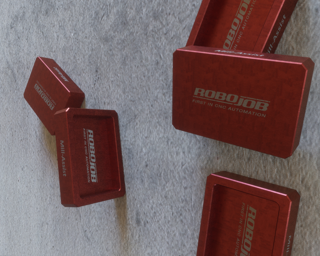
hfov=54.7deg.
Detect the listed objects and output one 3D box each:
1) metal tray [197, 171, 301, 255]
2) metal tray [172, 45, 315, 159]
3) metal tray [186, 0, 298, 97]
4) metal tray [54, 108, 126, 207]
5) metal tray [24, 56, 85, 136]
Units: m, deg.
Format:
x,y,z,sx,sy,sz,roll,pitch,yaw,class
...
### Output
x,y,z,sx,sy,sz,roll,pitch,yaw,class
0.088,0.119,0.327,0.090,0.030,0.129,11,97,39,metal tray
0.075,-0.030,0.312,0.130,0.030,0.089,16,118,32,metal tray
0.082,-0.108,0.332,0.090,0.030,0.129,32,110,35,metal tray
-0.097,0.039,0.440,0.030,0.091,0.129,-11,83,39,metal tray
-0.194,-0.058,0.559,0.130,0.030,0.089,44,116,30,metal tray
